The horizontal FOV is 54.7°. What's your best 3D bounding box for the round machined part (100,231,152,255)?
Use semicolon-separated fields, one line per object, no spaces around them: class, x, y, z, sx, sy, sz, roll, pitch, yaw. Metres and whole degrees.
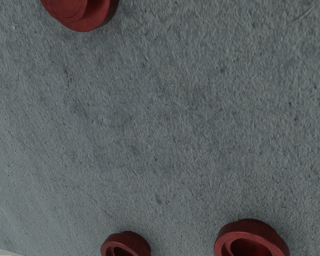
round machined part;-0.056;0.228;0.567;0.098;0.042;0.097;13;124;21

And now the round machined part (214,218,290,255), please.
round machined part;0.129;0.166;0.431;0.098;0.042;0.097;13;124;21

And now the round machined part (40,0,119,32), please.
round machined part;-0.099;-0.158;0.350;0.098;0.042;0.097;13;124;21
